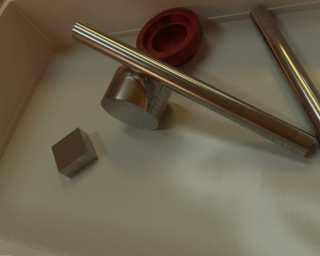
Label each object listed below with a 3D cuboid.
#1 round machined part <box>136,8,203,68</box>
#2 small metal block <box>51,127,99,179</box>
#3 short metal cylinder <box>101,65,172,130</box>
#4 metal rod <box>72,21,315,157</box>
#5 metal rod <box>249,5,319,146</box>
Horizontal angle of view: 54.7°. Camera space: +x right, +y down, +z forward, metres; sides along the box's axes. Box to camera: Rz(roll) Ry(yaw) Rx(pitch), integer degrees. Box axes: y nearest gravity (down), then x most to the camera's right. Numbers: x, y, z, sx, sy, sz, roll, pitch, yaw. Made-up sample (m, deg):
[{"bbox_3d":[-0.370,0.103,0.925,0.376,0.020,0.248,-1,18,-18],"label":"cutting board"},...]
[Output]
[{"bbox_3d":[0.018,-0.128,0.463,0.098,0.042,0.098,-13,56,20],"label":"round machined part"},{"bbox_3d":[-0.123,0.035,0.447,0.050,0.025,0.050,-36,51,4],"label":"small metal block"},{"bbox_3d":[-0.031,-0.039,0.409,0.080,0.080,0.050,9,66,31],"label":"short metal cylinder"},{"bbox_3d":[0.025,-0.052,0.354,0.301,0.025,0.025,29,77,14],"label":"metal rod"},{"bbox_3d":[0.161,-0.039,0.345,0.025,0.025,0.299,-22,54,15],"label":"metal rod"}]
